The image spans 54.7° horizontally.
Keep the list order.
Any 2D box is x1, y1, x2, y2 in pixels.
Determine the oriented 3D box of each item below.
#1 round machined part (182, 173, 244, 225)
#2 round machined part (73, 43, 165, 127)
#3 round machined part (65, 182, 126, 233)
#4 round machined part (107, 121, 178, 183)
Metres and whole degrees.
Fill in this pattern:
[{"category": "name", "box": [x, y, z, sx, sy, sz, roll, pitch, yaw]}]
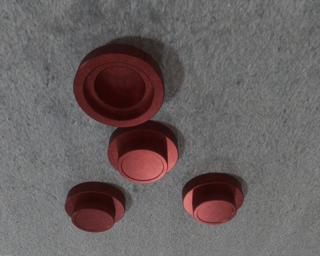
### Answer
[{"category": "round machined part", "box": [0.086, 0.120, 0.500, 0.099, 0.042, 0.097, -1, 130, 0]}, {"category": "round machined part", "box": [-0.044, -0.051, 0.352, 0.099, 0.042, 0.097, -1, 130, 0]}, {"category": "round machined part", "box": [-0.107, 0.136, 0.510, 0.099, 0.042, 0.097, -1, 130, 0]}, {"category": "round machined part", "box": [-0.024, 0.039, 0.429, 0.099, 0.042, 0.097, -1, 130, 0]}]
